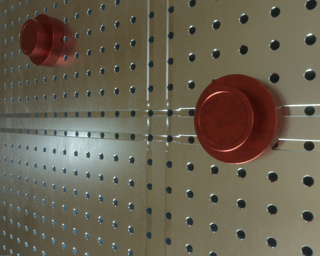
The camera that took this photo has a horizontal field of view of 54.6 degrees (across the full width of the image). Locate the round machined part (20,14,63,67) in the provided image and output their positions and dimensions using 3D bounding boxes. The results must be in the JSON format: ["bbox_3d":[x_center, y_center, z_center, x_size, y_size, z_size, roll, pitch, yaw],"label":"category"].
[{"bbox_3d":[-0.230,-0.168,0.591,0.098,0.042,0.097,0,90,40],"label":"round machined part"}]

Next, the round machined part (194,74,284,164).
[{"bbox_3d":[0.077,-0.009,0.335,0.098,0.042,0.097,0,90,40],"label":"round machined part"}]
